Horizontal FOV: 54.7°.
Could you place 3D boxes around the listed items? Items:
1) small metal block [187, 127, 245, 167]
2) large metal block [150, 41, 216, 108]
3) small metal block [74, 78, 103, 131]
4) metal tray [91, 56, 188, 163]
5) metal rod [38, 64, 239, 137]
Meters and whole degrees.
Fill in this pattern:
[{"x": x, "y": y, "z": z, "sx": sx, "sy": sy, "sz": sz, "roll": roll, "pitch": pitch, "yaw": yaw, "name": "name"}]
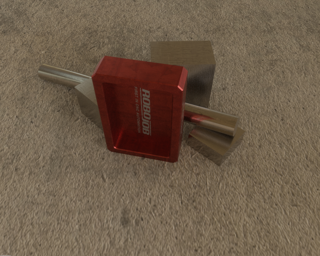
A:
[{"x": 0.071, "y": 0.013, "z": 0.395, "sx": 0.050, "sy": 0.025, "sz": 0.050, "roll": 34, "pitch": 58, "yaw": 25, "name": "small metal block"}, {"x": 0.028, "y": -0.072, "z": 0.428, "sx": 0.081, "sy": 0.080, "sz": 0.050, "roll": -2, "pitch": 50, "yaw": -2, "name": "large metal block"}, {"x": -0.083, "y": -0.030, "z": 0.412, "sx": 0.050, "sy": 0.050, "sz": 0.025, "roll": 37, "pitch": 59, "yaw": 26, "name": "small metal block"}, {"x": -0.019, "y": -0.015, "z": 0.349, "sx": 0.090, "sy": 0.129, "sz": 0.030, "roll": 9, "pitch": 51, "yaw": 8, "name": "metal tray"}, {"x": -0.043, "y": -0.044, "z": 0.423, "sx": 0.301, "sy": 0.025, "sz": 0.025, "roll": 17, "pitch": 52, "yaw": 20, "name": "metal rod"}]
